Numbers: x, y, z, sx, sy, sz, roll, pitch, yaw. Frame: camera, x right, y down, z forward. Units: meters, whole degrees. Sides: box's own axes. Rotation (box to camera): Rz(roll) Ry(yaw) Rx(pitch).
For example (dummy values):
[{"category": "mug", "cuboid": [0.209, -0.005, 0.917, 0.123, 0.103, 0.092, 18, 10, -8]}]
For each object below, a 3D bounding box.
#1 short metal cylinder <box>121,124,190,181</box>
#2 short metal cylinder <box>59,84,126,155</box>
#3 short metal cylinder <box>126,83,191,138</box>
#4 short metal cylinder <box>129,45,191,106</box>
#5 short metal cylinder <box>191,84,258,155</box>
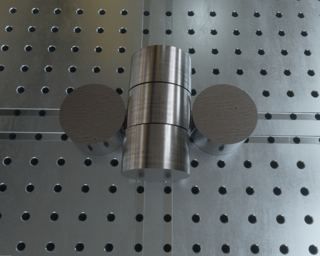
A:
[{"category": "short metal cylinder", "cuboid": [-0.005, 0.032, 0.370, 0.081, 0.080, 0.050, 1, 70, 0]}, {"category": "short metal cylinder", "cuboid": [-0.082, -0.010, 0.400, 0.081, 0.050, 0.080, 0, 70, 0]}, {"category": "short metal cylinder", "cuboid": [-0.001, -0.016, 0.388, 0.081, 0.080, 0.050, 2, 70, 0]}, {"category": "short metal cylinder", "cuboid": [0.001, -0.064, 0.405, 0.081, 0.080, 0.050, 2, 70, 0]}, {"category": "short metal cylinder", "cuboid": [0.079, -0.010, 0.402, 0.081, 0.050, 0.080, 0, 70, 0]}]
